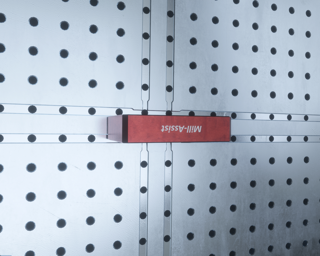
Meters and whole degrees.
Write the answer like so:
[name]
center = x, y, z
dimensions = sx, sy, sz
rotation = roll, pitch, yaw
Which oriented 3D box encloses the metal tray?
[metal tray]
center = 0.009, 0.001, 0.381
dimensions = 0.131, 0.090, 0.030
rotation = 0, 90, -20
